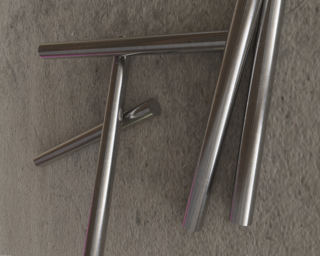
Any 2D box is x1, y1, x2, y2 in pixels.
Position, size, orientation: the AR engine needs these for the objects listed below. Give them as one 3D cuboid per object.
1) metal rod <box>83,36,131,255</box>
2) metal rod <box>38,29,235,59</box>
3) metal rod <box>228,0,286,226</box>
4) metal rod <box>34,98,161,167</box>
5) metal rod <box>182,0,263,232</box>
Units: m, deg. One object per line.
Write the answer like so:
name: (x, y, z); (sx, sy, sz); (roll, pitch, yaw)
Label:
metal rod: (-0.067, 0.018, 0.413); (0.025, 0.025, 0.299); (-4, 73, 39)
metal rod: (-0.048, -0.107, 0.408); (0.300, 0.025, 0.025); (5, 93, 29)
metal rod: (0.104, -0.048, 0.318); (0.025, 0.025, 0.298); (11, 97, 39)
metal rod: (-0.118, 0.017, 0.499); (0.299, 0.025, 0.025); (-22, 76, 37)
metal rod: (0.067, -0.024, 0.332); (0.025, 0.025, 0.298); (23, 110, 37)
